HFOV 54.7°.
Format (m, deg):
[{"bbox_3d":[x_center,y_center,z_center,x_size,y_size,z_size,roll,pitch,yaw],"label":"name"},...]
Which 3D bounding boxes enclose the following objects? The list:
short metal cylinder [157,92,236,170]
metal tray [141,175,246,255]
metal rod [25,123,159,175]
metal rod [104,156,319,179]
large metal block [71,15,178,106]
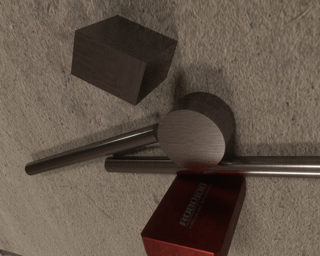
[{"bbox_3d":[0.044,0.003,0.369,0.080,0.050,0.079,13,124,20],"label":"short metal cylinder"},{"bbox_3d":[0.046,0.103,0.378,0.090,0.131,0.030,3,120,26],"label":"metal tray"},{"bbox_3d":[-0.121,0.041,0.493,0.300,0.025,0.025,-16,110,34],"label":"metal rod"},{"bbox_3d":[0.053,0.049,0.408,0.300,0.025,0.025,-3,117,29],"label":"metal rod"},{"bbox_3d":[-0.038,-0.078,0.341,0.080,0.080,0.050,27,128,11],"label":"large metal block"}]
